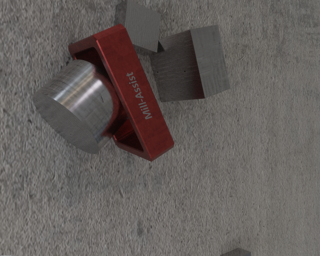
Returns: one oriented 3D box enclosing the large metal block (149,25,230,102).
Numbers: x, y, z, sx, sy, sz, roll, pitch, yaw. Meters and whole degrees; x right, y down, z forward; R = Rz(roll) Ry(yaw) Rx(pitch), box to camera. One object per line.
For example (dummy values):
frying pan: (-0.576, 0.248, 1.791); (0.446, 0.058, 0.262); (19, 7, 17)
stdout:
large metal block: (0.035, -0.080, 0.398); (0.050, 0.080, 0.080); (-23, 105, -38)

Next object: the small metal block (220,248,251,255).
small metal block: (0.125, 0.232, 0.510); (0.050, 0.025, 0.050); (-1, 91, -40)

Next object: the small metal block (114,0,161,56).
small metal block: (-0.028, -0.121, 0.381); (0.050, 0.025, 0.050); (9, 84, -40)

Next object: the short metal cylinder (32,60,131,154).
short metal cylinder: (-0.076, -0.020, 0.305); (0.050, 0.080, 0.080); (-52, 120, -27)

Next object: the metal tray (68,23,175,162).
metal tray: (-0.042, -0.034, 0.322); (0.030, 0.090, 0.129); (-32, 112, -23)
